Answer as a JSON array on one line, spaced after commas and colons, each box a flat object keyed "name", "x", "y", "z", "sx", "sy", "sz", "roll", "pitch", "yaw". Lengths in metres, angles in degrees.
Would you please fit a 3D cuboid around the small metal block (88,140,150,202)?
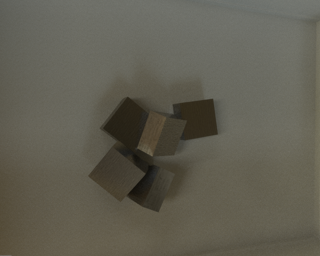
[{"name": "small metal block", "x": -0.049, "y": 0.052, "z": 0.376, "sx": 0.050, "sy": 0.025, "sz": 0.050, "roll": 40, "pitch": 107, "yaw": -3}]

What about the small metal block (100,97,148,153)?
[{"name": "small metal block", "x": -0.040, "y": -0.004, "z": 0.396, "sx": 0.050, "sy": 0.025, "sz": 0.050, "roll": 39, "pitch": 77, "yaw": -16}]

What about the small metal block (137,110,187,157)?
[{"name": "small metal block", "x": 0.004, "y": 0.008, "z": 0.392, "sx": 0.050, "sy": 0.025, "sz": 0.050, "roll": 5, "pitch": 107, "yaw": -56}]

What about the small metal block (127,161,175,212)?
[{"name": "small metal block", "x": -0.015, "y": 0.071, "z": 0.389, "sx": 0.025, "sy": 0.050, "sz": 0.050, "roll": 30, "pitch": 80, "yaw": -33}]

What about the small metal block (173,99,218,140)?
[{"name": "small metal block", "x": 0.049, "y": -0.012, "z": 0.428, "sx": 0.050, "sy": 0.025, "sz": 0.050, "roll": -9, "pitch": 93, "yaw": -20}]
